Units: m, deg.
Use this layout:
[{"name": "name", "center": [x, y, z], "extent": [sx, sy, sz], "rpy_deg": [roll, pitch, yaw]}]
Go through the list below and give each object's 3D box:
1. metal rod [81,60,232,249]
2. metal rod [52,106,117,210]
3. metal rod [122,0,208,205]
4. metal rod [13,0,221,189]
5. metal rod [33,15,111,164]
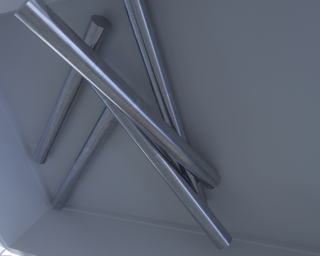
[{"name": "metal rod", "center": [-0.003, 0.037, 0.401], "extent": [0.025, 0.025, 0.300], "rpy_deg": [-31, 100, 38]}, {"name": "metal rod", "center": [-0.128, 0.057, 0.511], "extent": [0.025, 0.025, 0.298], "rpy_deg": [39, 129, 1]}, {"name": "metal rod", "center": [0.013, -0.017, 0.390], "extent": [0.025, 0.025, 0.298], "rpy_deg": [-5, 116, 30]}, {"name": "metal rod", "center": [-0.019, -0.014, 0.333], "extent": [0.025, 0.025, 0.300], "rpy_deg": [-18, 134, 35]}, {"name": "metal rod", "center": [-0.142, -0.036, 0.461], "extent": [0.025, 0.025, 0.298], "rpy_deg": [40, 129, 1]}]
